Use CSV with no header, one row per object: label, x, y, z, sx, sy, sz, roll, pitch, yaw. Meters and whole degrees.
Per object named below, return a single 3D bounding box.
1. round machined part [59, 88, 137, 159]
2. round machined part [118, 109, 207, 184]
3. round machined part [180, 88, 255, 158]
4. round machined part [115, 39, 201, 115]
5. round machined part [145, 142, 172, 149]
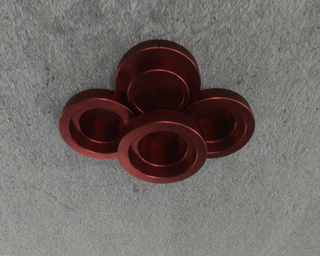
round machined part,-0.071,-0.009,0.389,0.099,0.042,0.097,-1,130,0
round machined part,0.003,0.017,0.356,0.099,0.042,0.097,-1,131,0
round machined part,0.065,-0.010,0.390,0.099,0.042,0.097,-1,130,0
round machined part,-0.002,-0.048,0.357,0.099,0.042,0.097,-1,130,0
round machined part,-0.003,0.027,0.421,0.099,0.042,0.097,-1,130,0
